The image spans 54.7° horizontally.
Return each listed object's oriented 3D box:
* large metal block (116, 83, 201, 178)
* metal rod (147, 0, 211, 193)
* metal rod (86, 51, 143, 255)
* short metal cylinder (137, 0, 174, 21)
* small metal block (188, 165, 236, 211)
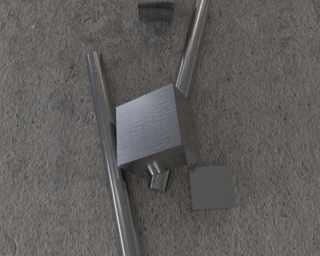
[{"bbox_3d":[-0.004,0.005,0.368,0.080,0.050,0.080,-21,56,23],"label":"large metal block"},{"bbox_3d":[0.032,-0.060,0.430,0.025,0.025,0.299,13,70,4],"label":"metal rod"},{"bbox_3d":[-0.060,0.034,0.395,0.025,0.025,0.299,-12,71,-5],"label":"metal rod"},{"bbox_3d":[-0.006,-0.199,0.452,0.050,0.080,0.080,-1,70,0],"label":"short metal cylinder"},{"bbox_3d":[0.062,0.075,0.381,0.050,0.025,0.050,-3,70,-2],"label":"small metal block"}]
